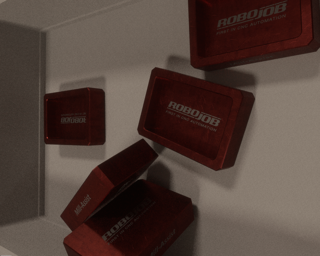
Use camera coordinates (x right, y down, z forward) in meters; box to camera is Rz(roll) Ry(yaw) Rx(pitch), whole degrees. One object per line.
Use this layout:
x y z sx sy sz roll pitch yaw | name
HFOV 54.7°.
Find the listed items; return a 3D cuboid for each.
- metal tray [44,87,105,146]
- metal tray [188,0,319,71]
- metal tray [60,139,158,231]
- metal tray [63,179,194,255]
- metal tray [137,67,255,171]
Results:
-0.147 -0.017 0.521 0.130 0.030 0.089 -1 89 39 | metal tray
0.093 -0.115 0.325 0.130 0.030 0.089 -3 88 39 | metal tray
-0.066 0.075 0.399 0.030 0.091 0.129 48 130 9 | metal tray
-0.032 0.118 0.363 0.090 0.131 0.030 14 125 38 | metal tray
0.036 -0.015 0.371 0.130 0.030 0.089 23 105 37 | metal tray
